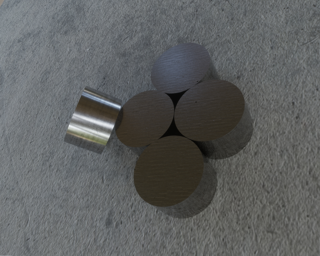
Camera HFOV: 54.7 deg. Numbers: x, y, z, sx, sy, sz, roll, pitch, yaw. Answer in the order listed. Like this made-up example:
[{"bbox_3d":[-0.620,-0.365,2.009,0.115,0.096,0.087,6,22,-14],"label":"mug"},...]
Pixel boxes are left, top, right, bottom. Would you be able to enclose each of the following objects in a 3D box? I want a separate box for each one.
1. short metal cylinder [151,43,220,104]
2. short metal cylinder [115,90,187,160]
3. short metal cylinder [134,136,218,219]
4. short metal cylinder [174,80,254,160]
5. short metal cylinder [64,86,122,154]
[{"bbox_3d":[0.035,-0.065,0.411,0.080,0.050,0.080,-13,56,21],"label":"short metal cylinder"},{"bbox_3d":[-0.009,-0.001,0.395,0.080,0.050,0.080,-13,56,21],"label":"short metal cylinder"},{"bbox_3d":[0.018,0.055,0.346,0.080,0.050,0.080,-13,56,21],"label":"short metal cylinder"},{"bbox_3d":[0.064,-0.009,0.362,0.080,0.050,0.080,-13,56,21],"label":"short metal cylinder"},{"bbox_3d":[-0.090,-0.010,0.416,0.080,0.050,0.080,-157,89,-78],"label":"short metal cylinder"}]
